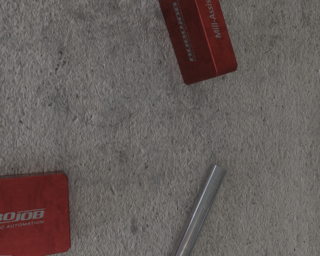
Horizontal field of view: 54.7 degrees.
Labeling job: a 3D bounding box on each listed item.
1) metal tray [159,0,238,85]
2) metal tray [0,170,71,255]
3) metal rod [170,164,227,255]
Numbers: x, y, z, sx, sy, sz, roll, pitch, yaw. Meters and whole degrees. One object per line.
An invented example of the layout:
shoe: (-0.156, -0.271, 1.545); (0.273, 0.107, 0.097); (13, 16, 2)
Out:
metal tray: (0.044, -0.125, 0.390); (0.030, 0.090, 0.129); (-21, 97, -19)
metal tray: (-0.170, 0.099, 0.344); (0.131, 0.030, 0.089); (-3, 91, -20)
metal rod: (0.020, 0.189, 0.416); (0.025, 0.025, 0.299); (29, 80, -18)
